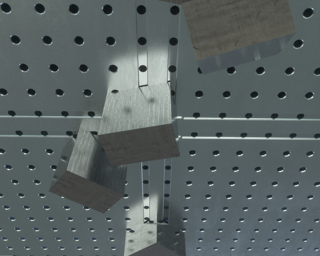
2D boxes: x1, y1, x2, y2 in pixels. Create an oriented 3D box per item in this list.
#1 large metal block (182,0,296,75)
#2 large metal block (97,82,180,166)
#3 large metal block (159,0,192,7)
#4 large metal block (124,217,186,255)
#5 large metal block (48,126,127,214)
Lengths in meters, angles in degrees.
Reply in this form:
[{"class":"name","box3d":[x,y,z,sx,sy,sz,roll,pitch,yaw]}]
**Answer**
[{"class":"large metal block","box3d":[0.071,-0.090,0.290,0.080,0.080,0.050,-14,88,11]},{"class":"large metal block","box3d":[-0.022,-0.006,0.370,0.080,0.080,0.050,-9,130,7]},{"class":"large metal block","box3d":[-0.004,-0.158,0.261,0.080,0.050,0.079,8,130,-7]},{"class":"large metal block","box3d":[-0.009,0.222,0.583,0.080,0.050,0.080,-34,122,25]},{"class":"large metal block","box3d":[-0.093,0.057,0.423,0.080,0.080,0.050,30,124,-23]}]
